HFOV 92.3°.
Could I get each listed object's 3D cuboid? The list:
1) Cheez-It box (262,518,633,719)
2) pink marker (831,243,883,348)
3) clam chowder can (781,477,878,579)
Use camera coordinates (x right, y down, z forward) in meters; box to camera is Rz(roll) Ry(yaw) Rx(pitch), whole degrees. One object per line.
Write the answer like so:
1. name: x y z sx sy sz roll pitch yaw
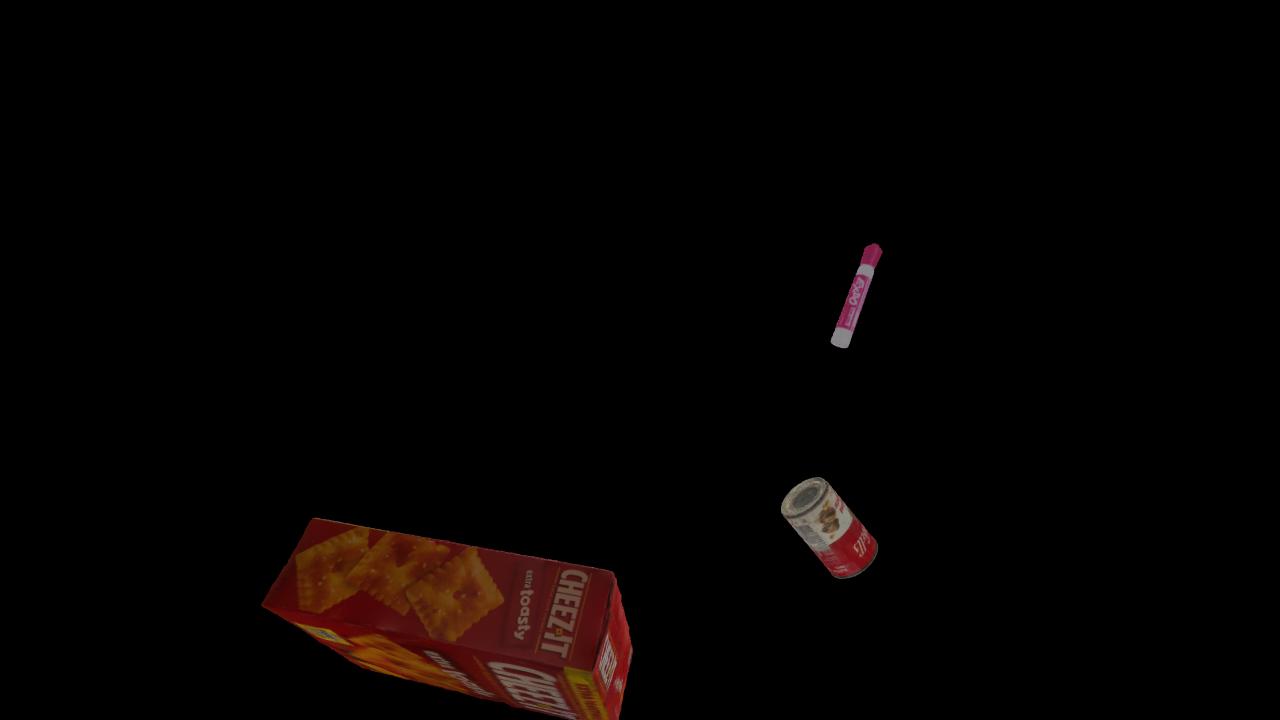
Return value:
1. Cheez-It box: -0.122 0.195 0.448 0.223 0.071 0.166 7 -39 10
2. pink marker: 0.230 -0.070 0.649 0.020 0.121 0.020 23 -13 5
3. clam chowder can: 0.224 0.199 0.732 0.068 0.102 0.068 -40 7 6
